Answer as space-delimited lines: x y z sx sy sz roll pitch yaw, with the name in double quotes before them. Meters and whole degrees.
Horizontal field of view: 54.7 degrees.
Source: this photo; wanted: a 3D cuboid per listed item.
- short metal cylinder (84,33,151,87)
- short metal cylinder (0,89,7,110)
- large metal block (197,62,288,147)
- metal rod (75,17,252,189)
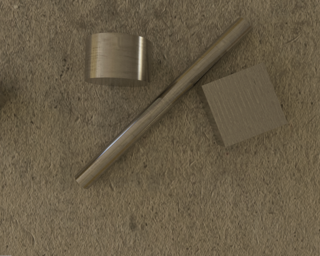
"short metal cylinder" -0.051 -0.081 0.382 0.081 0.080 0.050 2 90 0
"short metal cylinder" -0.241 -0.037 0.380 0.080 0.080 0.050 -36 90 0
"large metal block" 0.102 -0.028 0.398 0.080 0.050 0.080 -21 90 0
"metal rod" 0.004 -0.033 0.410 0.300 0.025 0.025 -44 90 0
